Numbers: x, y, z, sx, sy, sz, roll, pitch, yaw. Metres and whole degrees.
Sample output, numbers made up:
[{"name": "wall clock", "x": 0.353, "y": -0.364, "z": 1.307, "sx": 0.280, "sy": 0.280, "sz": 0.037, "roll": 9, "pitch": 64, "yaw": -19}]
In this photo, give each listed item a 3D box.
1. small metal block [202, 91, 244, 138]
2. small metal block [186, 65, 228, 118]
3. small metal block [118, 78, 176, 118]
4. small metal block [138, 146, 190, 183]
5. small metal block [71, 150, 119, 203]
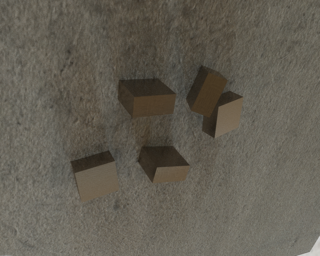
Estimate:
[{"name": "small metal block", "x": 0.089, "y": -0.020, "z": 0.439, "sx": 0.050, "sy": 0.025, "sz": 0.050, "roll": -22, "pitch": 128, "yaw": -32}, {"name": "small metal block", "x": 0.057, "y": -0.047, "z": 0.391, "sx": 0.025, "sy": 0.050, "sz": 0.050, "roll": 20, "pitch": 109, "yaw": -10}, {"name": "small metal block", "x": -0.016, "y": -0.036, "z": 0.361, "sx": 0.050, "sy": 0.050, "sz": 0.025, "roll": -7, "pitch": 122, "yaw": -25}, {"name": "small metal block", "x": 0.005, "y": 0.049, "z": 0.425, "sx": 0.050, "sy": 0.050, "sz": 0.025, "roll": 1, "pitch": 118, "yaw": -29}, {"name": "small metal block", "x": -0.083, "y": 0.062, "z": 0.401, "sx": 0.050, "sy": 0.025, "sz": 0.050, "roll": -16, "pitch": 125, "yaw": -20}]
